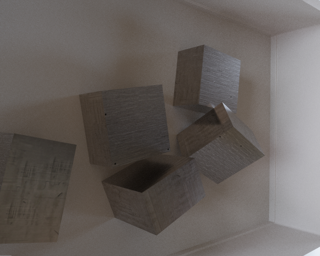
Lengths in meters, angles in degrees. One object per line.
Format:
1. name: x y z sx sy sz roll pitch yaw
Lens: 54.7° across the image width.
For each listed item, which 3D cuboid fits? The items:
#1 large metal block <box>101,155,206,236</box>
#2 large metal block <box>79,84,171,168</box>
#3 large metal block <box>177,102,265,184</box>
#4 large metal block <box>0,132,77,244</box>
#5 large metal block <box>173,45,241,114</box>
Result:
1. large metal block: -0.008 0.072 0.364 0.081 0.080 0.050 -28 108 -37
2. large metal block: -0.039 -0.005 0.357 0.081 0.050 0.079 -13 98 -39
3. large metal block: 0.083 0.024 0.432 0.080 0.080 0.050 36 27 -34
4. large metal block: -0.121 0.048 0.269 0.050 0.080 0.080 16 80 -39
5. large metal block: 0.069 -0.065 0.448 0.081 0.050 0.080 10 84 -40
